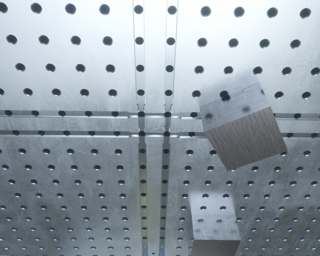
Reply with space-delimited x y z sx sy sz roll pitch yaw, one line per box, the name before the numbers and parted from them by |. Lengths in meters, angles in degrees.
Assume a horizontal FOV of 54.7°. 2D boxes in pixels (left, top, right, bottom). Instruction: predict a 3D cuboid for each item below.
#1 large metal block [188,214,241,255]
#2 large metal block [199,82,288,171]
large metal block | 0.096 0.205 0.571 0.081 0.050 0.079 2 130 -2
large metal block | 0.106 0.001 0.398 0.080 0.050 0.080 -23 127 18
